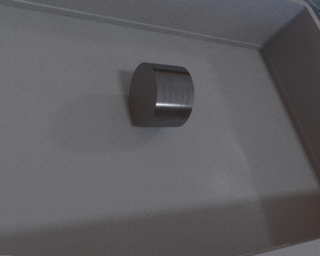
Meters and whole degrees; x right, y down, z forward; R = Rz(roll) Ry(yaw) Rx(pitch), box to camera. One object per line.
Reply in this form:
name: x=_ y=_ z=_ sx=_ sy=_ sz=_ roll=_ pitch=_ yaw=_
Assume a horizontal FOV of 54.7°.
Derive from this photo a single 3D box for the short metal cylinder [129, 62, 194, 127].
short metal cylinder: x=0.000 y=-0.041 z=0.394 sx=0.050 sy=0.080 sz=0.080 roll=0 pitch=62 yaw=-29
